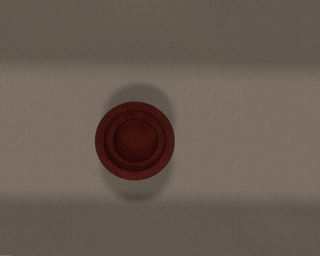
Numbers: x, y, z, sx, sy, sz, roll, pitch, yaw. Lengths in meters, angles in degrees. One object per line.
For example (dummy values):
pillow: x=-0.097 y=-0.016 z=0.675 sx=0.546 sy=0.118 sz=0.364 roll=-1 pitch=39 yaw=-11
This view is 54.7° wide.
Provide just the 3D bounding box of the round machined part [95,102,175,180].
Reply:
round machined part: x=-0.031 y=0.016 z=0.403 sx=0.099 sy=0.042 sz=0.097 roll=0 pitch=90 yaw=-1
